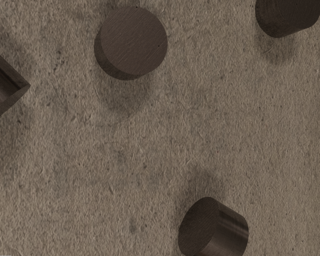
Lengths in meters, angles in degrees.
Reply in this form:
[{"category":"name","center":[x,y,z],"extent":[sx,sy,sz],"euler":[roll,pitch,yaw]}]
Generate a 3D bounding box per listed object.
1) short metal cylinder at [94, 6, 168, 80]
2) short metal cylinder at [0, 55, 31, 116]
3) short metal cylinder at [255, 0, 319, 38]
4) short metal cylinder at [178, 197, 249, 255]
[{"category":"short metal cylinder","center":[-0.037,-0.102,0.383],"extent":[0.081,0.050,0.079],"euler":[0,90,-21]},{"category":"short metal cylinder","center":[-0.181,-0.036,0.313],"extent":[0.080,0.080,0.050],"euler":[-46,105,-14]},{"category":"short metal cylinder","center":[0.193,-0.183,0.469],"extent":[0.081,0.050,0.079],"euler":[0,90,-21]},{"category":"short metal cylinder","center":[0.069,0.138,0.407],"extent":[0.050,0.080,0.080],"euler":[34,79,-17]}]
